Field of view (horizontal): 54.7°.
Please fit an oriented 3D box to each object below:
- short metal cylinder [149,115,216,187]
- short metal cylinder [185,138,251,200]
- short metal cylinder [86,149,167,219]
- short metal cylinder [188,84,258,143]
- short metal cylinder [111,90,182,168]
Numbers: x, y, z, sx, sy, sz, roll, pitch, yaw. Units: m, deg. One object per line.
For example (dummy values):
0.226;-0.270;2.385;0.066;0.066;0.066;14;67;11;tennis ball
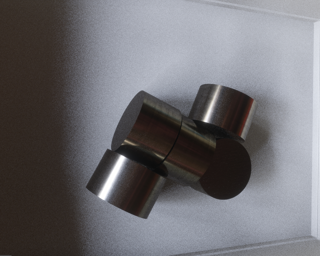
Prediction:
0.025;0.027;0.391;0.050;0.080;0.080;28;81;-18;short metal cylinder
0.076;0.053;0.425;0.081;0.050;0.079;0;90;-21;short metal cylinder
-0.039;0.065;0.366;0.080;0.080;0.050;31;80;-18;short metal cylinder
0.082;-0.018;0.411;0.080;0.080;0.050;24;82;-19;short metal cylinder
-0.018;0.002;0.374;0.050;0.080;0.080;27;81;-18;short metal cylinder
